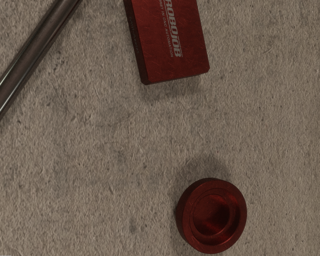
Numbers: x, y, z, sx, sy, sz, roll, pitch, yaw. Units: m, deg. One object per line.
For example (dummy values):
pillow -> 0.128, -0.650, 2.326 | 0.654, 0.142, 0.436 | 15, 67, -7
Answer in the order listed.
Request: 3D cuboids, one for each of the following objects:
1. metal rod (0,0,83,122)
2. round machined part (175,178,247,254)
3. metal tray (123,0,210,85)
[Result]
metal rod -> -0.119, -0.133, 0.365 | 0.025, 0.025, 0.300 | 33, 79, -18
round machined part -> 0.066, 0.117, 0.426 | 0.099, 0.042, 0.097 | 0, 90, -21
metal tray -> 0.009, -0.129, 0.410 | 0.091, 0.030, 0.129 | -14, 95, -20
